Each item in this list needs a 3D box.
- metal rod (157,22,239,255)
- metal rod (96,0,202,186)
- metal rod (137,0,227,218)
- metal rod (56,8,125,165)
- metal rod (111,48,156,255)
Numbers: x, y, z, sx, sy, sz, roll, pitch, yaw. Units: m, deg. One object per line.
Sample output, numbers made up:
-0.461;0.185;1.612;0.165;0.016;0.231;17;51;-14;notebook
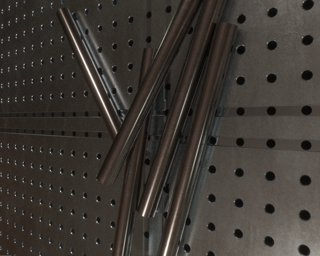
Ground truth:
0.041;0.027;0.373;0.025;0.025;0.298;22;104;37;metal rod
-0.006;-0.062;0.384;0.025;0.025;0.298;33;101;35;metal rod
0.025;-0.023;0.387;0.025;0.025;0.298;28;107;36;metal rod
-0.106;-0.078;0.494;0.025;0.025;0.299;-41;66;32;metal rod
-0.033;0.043;0.420;0.025;0.025;0.298;10;92;39;metal rod
